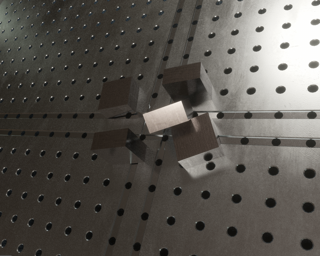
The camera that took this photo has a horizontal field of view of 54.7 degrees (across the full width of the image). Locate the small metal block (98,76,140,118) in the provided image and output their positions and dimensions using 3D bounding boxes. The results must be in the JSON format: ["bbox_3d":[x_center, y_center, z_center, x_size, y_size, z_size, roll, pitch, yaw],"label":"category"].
[{"bbox_3d":[-0.061,-0.046,0.467,0.050,0.025,0.050,-9,58,23],"label":"small metal block"}]

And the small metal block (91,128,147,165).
[{"bbox_3d":[-0.052,0.026,0.402,0.050,0.050,0.025,-8,59,24],"label":"small metal block"}]

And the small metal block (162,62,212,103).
[{"bbox_3d":[0.037,-0.057,0.407,0.050,0.050,0.025,-7,59,24],"label":"small metal block"}]

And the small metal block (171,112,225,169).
[{"bbox_3d":[0.044,0.016,0.374,0.050,0.025,0.050,-21,54,15],"label":"small metal block"}]

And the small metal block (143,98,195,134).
[{"bbox_3d":[0.013,-0.016,0.392,0.050,0.050,0.025,-19,94,17],"label":"small metal block"}]
